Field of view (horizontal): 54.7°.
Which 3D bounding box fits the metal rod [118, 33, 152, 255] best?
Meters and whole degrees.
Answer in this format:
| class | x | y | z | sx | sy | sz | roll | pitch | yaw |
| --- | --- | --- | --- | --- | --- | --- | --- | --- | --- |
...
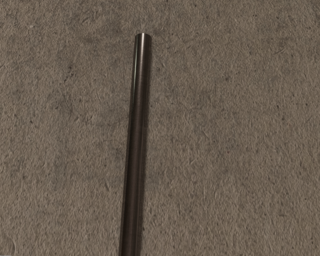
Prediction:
| class | x | y | z | sx | sy | sz | roll | pitch | yaw |
| --- | --- | --- | --- | --- | --- | --- | --- | --- | --- |
| metal rod | -0.030 | 0.009 | 0.404 | 0.025 | 0.025 | 0.299 | 2 | 70 | 0 |
